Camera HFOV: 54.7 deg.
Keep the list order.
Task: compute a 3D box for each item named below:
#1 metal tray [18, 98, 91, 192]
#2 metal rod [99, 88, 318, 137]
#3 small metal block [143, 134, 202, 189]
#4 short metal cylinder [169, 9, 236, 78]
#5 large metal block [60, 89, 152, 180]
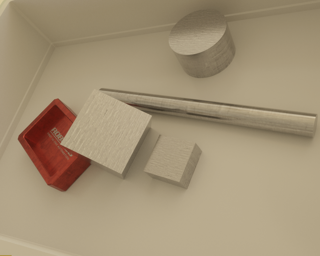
[{"bbox_3d":[-0.151,0.021,0.466,0.090,0.030,0.130,-47,52,-6],"label":"metal tray"},{"bbox_3d":[0.036,-0.026,0.401,0.300,0.025,0.025,11,67,32],"label":"metal rod"},{"bbox_3d":[0.016,0.040,0.372,0.050,0.025,0.050,12,68,32],"label":"small metal block"},{"bbox_3d":[0.059,-0.117,0.429,0.080,0.050,0.080,-13,56,20],"label":"short metal cylinder"},{"bbox_3d":[-0.065,0.009,0.395,0.080,0.050,0.080,25,73,4],"label":"large metal block"}]
